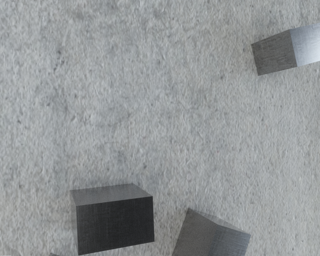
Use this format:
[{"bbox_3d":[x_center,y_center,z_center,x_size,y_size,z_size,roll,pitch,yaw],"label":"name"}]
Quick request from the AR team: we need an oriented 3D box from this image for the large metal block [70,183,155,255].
[{"bbox_3d":[-0.058,0.100,0.359,0.081,0.080,0.050,-3,91,-20],"label":"large metal block"}]

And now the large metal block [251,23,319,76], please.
[{"bbox_3d":[0.196,-0.115,0.454,0.081,0.080,0.050,-17,96,-20],"label":"large metal block"}]

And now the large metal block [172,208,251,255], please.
[{"bbox_3d":[0.063,0.159,0.405,0.050,0.080,0.080,23,83,-19],"label":"large metal block"}]

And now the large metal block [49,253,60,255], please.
[{"bbox_3d":[-0.107,0.204,0.357,0.080,0.050,0.080,28,81,-18],"label":"large metal block"}]
